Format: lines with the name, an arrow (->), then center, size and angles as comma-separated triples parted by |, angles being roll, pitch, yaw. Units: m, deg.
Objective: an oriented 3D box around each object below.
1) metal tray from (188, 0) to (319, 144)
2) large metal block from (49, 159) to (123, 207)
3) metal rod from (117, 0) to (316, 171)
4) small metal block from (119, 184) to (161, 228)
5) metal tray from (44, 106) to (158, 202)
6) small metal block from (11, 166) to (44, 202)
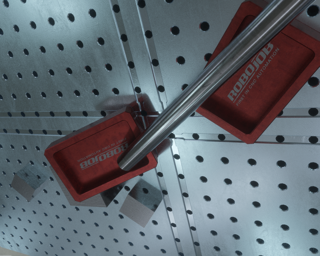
metal tray -> 0.095, -0.054, 0.323 | 0.090, 0.030, 0.129 | 33, 129, 6
large metal block -> -0.120, 0.081, 0.508 | 0.080, 0.050, 0.080 | -6, 115, 31
metal rod -> 0.036, -0.033, 0.331 | 0.025, 0.025, 0.299 | 44, 129, -2
small metal block -> -0.033, 0.129, 0.509 | 0.050, 0.025, 0.050 | 32, 129, 7
metal tray -> -0.080, 0.037, 0.433 | 0.130, 0.030, 0.090 | -26, 107, 6
small metal block -> -0.267, 0.113, 0.622 | 0.050, 0.025, 0.050 | 40, 129, 1
